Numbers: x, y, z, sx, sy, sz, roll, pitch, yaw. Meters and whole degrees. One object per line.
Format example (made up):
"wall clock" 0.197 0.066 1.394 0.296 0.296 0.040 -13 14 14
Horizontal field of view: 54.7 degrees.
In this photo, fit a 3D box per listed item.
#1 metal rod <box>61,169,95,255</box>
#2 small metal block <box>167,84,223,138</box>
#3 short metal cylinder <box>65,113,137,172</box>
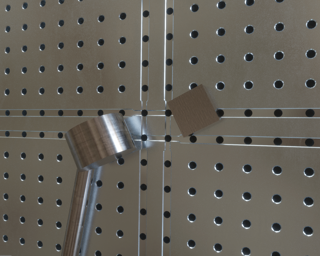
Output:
"metal rod" -0.133 0.186 0.457 0.025 0.025 0.298 13 94 19
"small metal block" 0.045 -0.021 0.396 0.050 0.025 0.050 -27 81 17
"short metal cylinder" -0.078 0.020 0.410 0.080 0.080 0.050 -26 82 18
